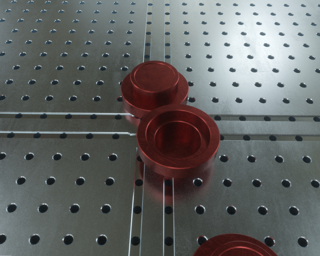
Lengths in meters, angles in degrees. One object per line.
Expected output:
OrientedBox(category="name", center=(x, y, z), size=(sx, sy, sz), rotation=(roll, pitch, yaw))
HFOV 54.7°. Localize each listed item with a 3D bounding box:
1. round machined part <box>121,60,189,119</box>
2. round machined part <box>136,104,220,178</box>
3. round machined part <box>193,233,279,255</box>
OrientedBox(category="round machined part", center=(-0.007, -0.060, 0.447), size=(0.099, 0.042, 0.098), rotation=(0, 50, 0))
OrientedBox(category="round machined part", center=(0.021, 0.020, 0.380), size=(0.099, 0.042, 0.098), rotation=(0, 50, 0))
OrientedBox(category="round machined part", center=(0.072, 0.142, 0.278), size=(0.099, 0.042, 0.098), rotation=(0, 50, 0))
